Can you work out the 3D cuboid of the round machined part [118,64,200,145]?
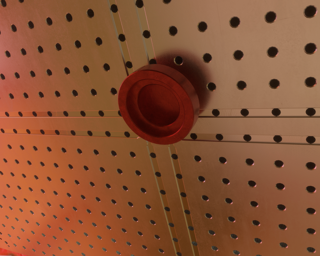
[{"bbox_3d":[0.002,-0.032,0.379,0.098,0.042,0.097,13,124,20],"label":"round machined part"}]
